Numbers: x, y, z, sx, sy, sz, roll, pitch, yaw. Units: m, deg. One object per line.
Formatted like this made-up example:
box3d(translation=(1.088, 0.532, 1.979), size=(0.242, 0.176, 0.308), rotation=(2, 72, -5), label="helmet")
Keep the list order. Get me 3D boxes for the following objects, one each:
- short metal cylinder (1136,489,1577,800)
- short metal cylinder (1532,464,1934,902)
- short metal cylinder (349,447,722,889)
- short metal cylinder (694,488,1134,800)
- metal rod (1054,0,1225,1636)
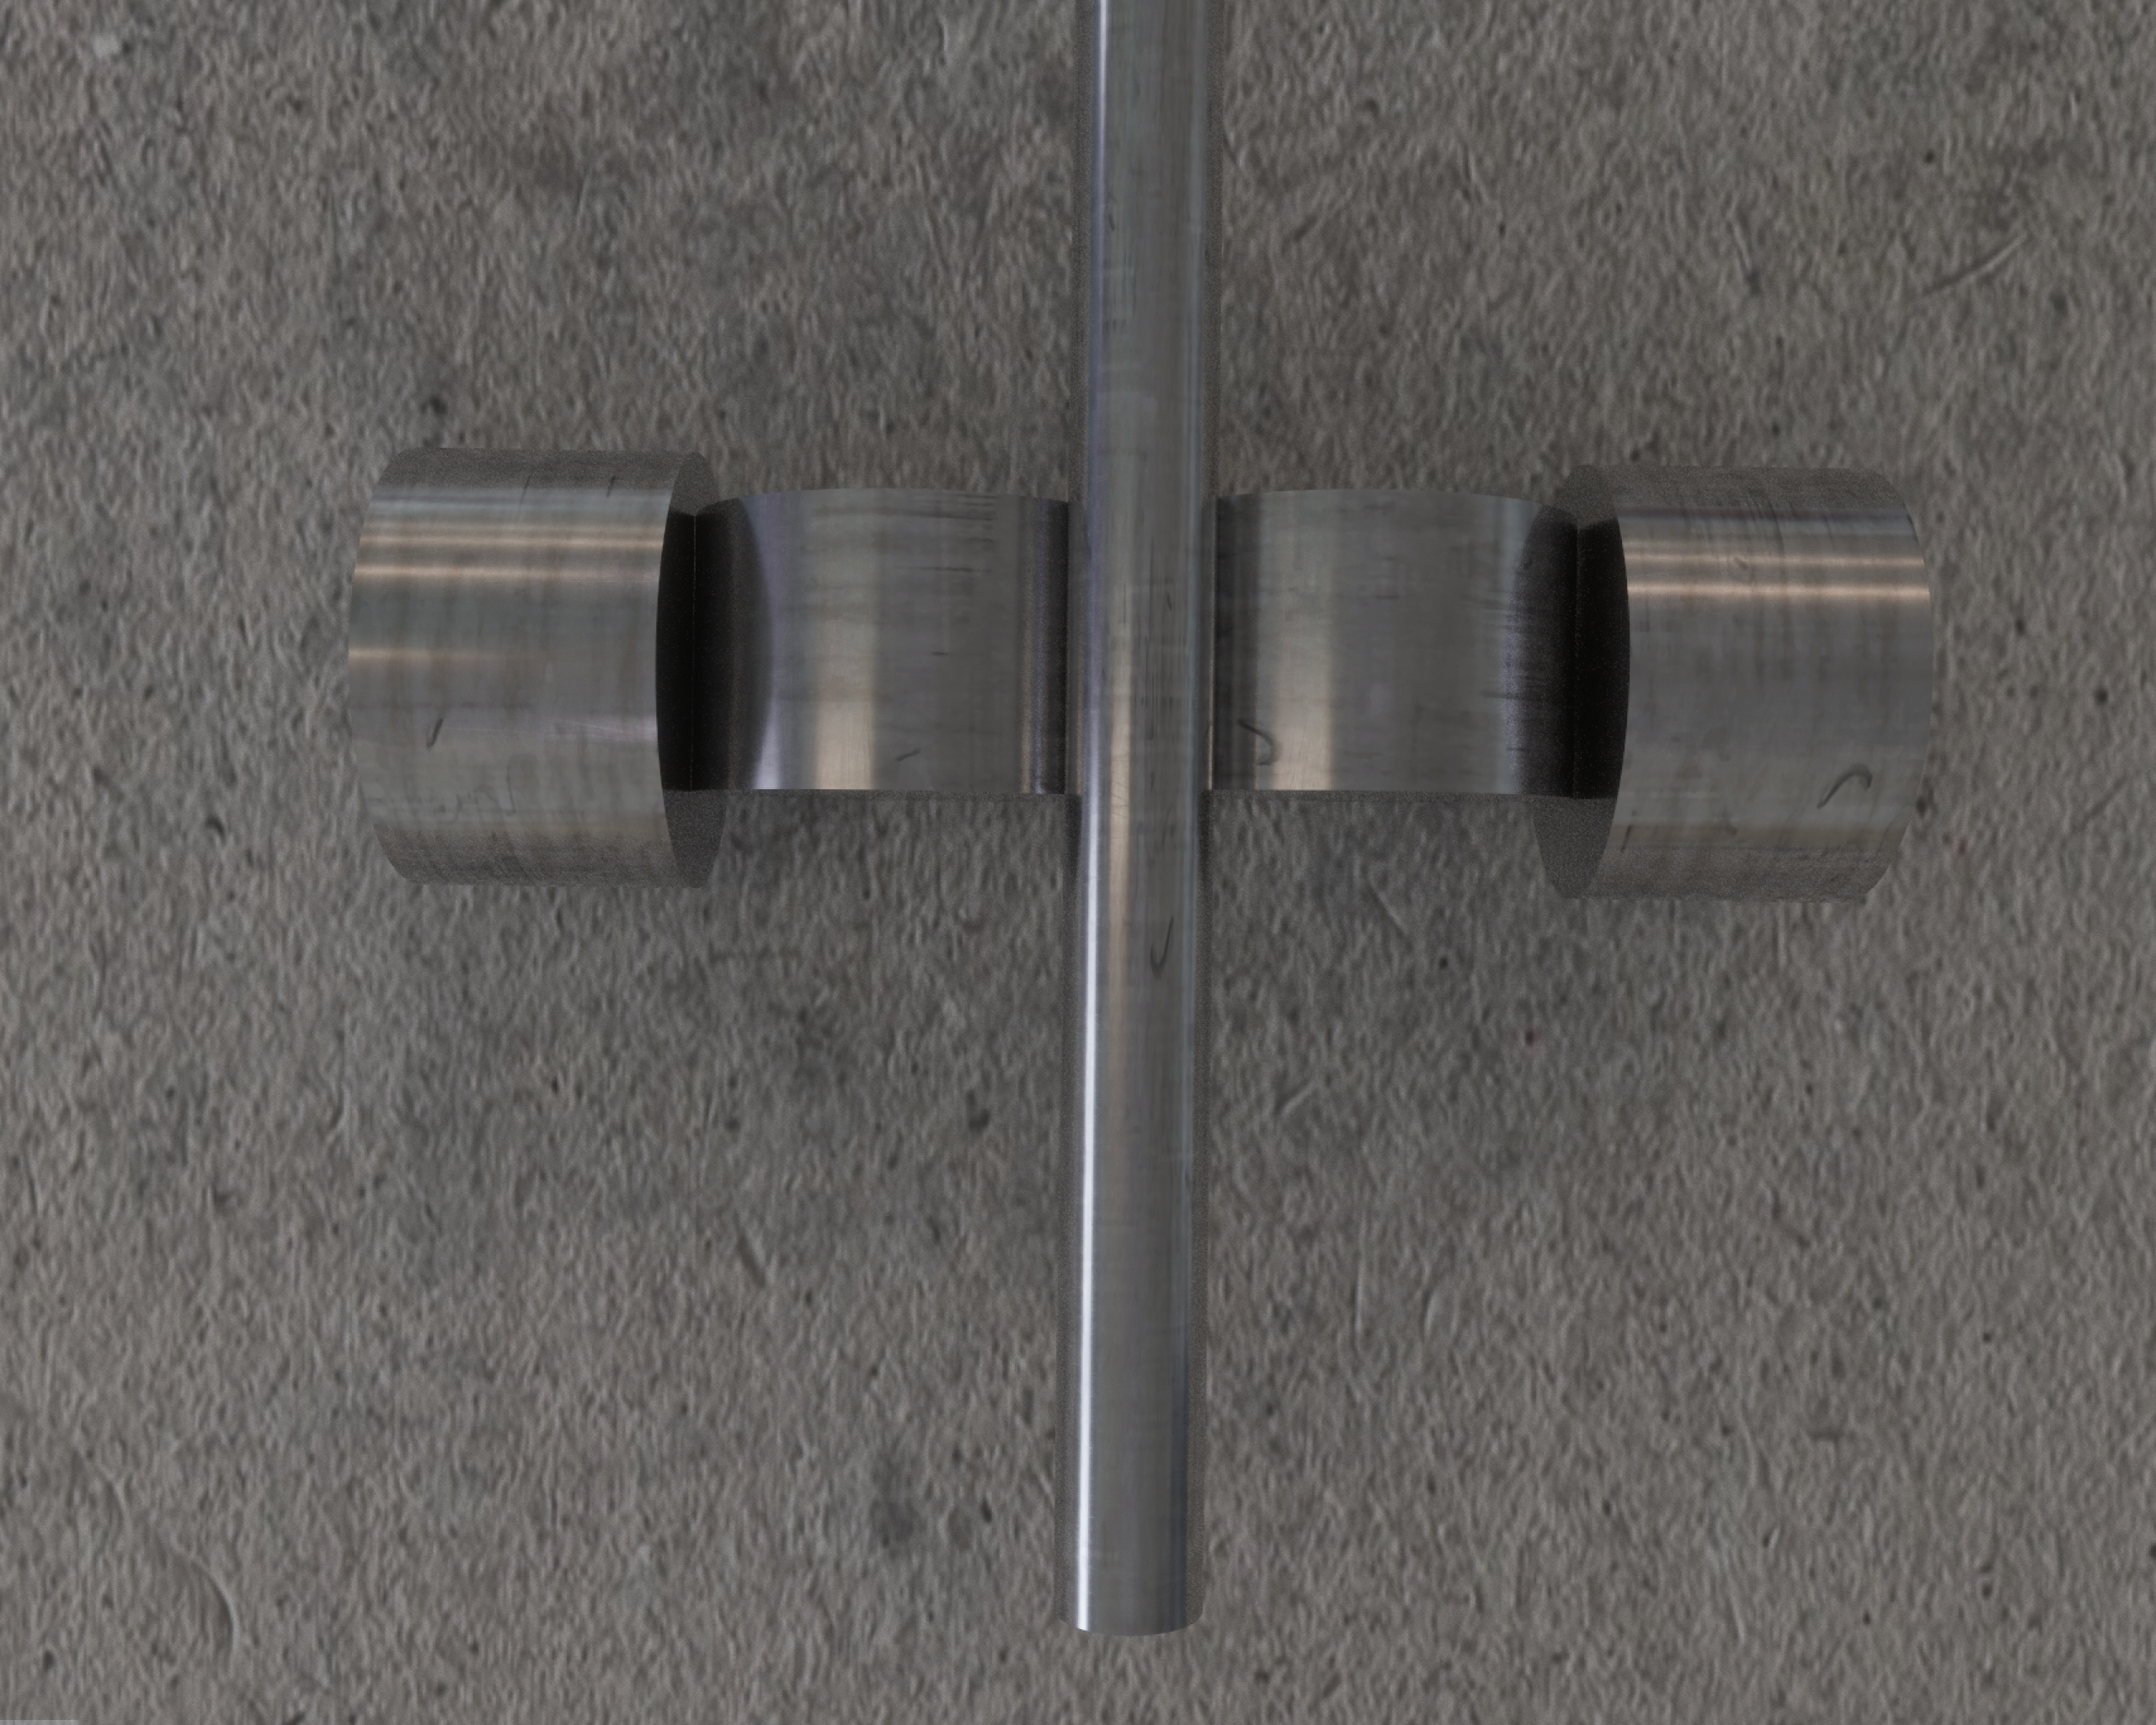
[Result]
box3d(translation=(0.050, -0.037, 0.384), size=(0.081, 0.080, 0.050), rotation=(1, 90, 0), label="short metal cylinder")
box3d(translation=(0.116, -0.033, 0.385), size=(0.050, 0.080, 0.080), rotation=(1, 90, 0), label="short metal cylinder")
box3d(translation=(-0.095, -0.035, 0.383), size=(0.050, 0.080, 0.080), rotation=(1, 90, 0), label="short metal cylinder")
box3d(translation=(-0.030, -0.037, 0.383), size=(0.081, 0.080, 0.050), rotation=(1, 90, 0), label="short metal cylinder")
box3d(translation=(0.010, -0.024, 0.350), size=(0.025, 0.025, 0.298), rotation=(1, 90, 0), label="metal rod")
